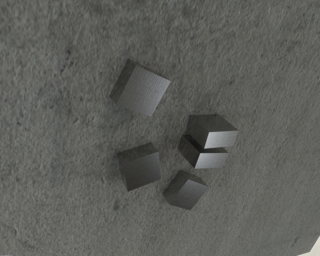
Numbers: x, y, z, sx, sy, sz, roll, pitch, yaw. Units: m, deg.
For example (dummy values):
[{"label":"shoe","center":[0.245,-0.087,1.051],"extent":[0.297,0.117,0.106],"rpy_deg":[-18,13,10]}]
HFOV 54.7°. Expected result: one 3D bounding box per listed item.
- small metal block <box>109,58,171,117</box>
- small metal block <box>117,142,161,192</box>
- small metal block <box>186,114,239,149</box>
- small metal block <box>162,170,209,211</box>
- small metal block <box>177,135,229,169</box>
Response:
[{"label":"small metal block","center":[-0.024,-0.047,0.366],"extent":[0.050,0.025,0.050],"rpy_deg":[18,109,-36]},{"label":"small metal block","center":[-0.028,0.053,0.426],"extent":[0.050,0.025,0.050],"rpy_deg":[-18,126,-19]},{"label":"small metal block","center":[0.073,0.003,0.435],"extent":[0.050,0.050,0.025],"rpy_deg":[-3,120,-28]},{"label":"small metal block","center":[0.041,0.100,0.493],"extent":[0.050,0.025,0.050],"rpy_deg":[27,103,-38]},{"label":"small metal block","center":[0.061,0.033,0.447],"extent":[0.050,0.050,0.025],"rpy_deg":[2,117,-30]}]
